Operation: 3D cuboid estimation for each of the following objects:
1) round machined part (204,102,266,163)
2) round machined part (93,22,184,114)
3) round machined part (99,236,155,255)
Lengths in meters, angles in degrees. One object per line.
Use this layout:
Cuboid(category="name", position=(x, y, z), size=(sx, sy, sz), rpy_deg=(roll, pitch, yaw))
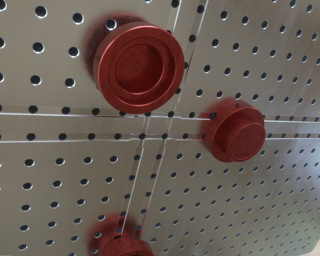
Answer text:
Cuboid(category="round machined part", position=(0.121, 0.013, 0.473), size=(0.099, 0.042, 0.097), rpy_deg=(-14, 124, -21))
Cuboid(category="round machined part", position=(-0.026, -0.068, 0.344), size=(0.099, 0.042, 0.097), rpy_deg=(-14, 124, -21))
Cuboid(category="round machined part", position=(-0.059, 0.215, 0.500), size=(0.099, 0.042, 0.097), rpy_deg=(-14, 124, -21))
